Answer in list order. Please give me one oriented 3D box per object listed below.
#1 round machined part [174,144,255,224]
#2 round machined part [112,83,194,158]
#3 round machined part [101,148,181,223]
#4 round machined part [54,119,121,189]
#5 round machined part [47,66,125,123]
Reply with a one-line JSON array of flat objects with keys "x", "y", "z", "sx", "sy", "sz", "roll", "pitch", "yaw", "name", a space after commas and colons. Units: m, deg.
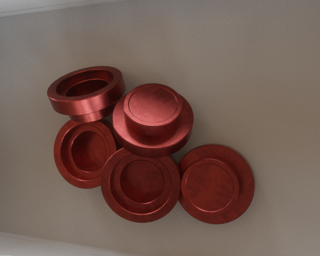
[{"x": 0.064, "y": 0.069, "z": 0.376, "sx": 0.098, "sy": 0.042, "sz": 0.097, "roll": 0, "pitch": 90, "yaw": 19, "name": "round machined part"}, {"x": -0.008, "y": -0.016, "z": 0.373, "sx": 0.099, "sy": 0.042, "sz": 0.098, "roll": 1, "pitch": 53, "yaw": -1, "name": "round machined part"}, {"x": -0.021, "y": 0.066, "z": 0.394, "sx": 0.099, "sy": 0.042, "sz": 0.097, "roll": 1, "pitch": 96, "yaw": 6, "name": "round machined part"}, {"x": -0.094, "y": 0.032, "z": 0.431, "sx": 0.098, "sy": 0.042, "sz": 0.097, "roll": 0, "pitch": 90, "yaw": 19, "name": "round machined part"}, {"x": -0.094, "y": -0.043, "z": 0.413, "sx": 0.098, "sy": 0.098, "sz": 0.042, "roll": 3, "pitch": 126, "yaw": 19, "name": "round machined part"}]
